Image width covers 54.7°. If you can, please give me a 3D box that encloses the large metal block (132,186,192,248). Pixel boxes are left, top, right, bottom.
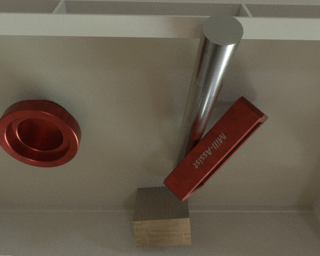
[{"bbox_3d":[0.005,0.135,0.481,0.080,0.080,0.050,-5,114,3],"label":"large metal block"}]

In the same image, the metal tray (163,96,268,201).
[{"bbox_3d":[0.069,0.024,0.368,0.030,0.090,0.130,45,105,16],"label":"metal tray"}]

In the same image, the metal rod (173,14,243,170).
[{"bbox_3d":[0.035,0.000,0.327,0.025,0.025,0.299,1,156,-1],"label":"metal rod"}]

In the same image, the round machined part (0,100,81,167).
[{"bbox_3d":[-0.151,0.003,0.398,0.099,0.042,0.097,-1,130,0],"label":"round machined part"}]
